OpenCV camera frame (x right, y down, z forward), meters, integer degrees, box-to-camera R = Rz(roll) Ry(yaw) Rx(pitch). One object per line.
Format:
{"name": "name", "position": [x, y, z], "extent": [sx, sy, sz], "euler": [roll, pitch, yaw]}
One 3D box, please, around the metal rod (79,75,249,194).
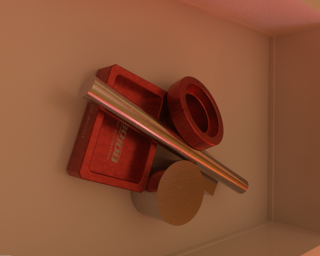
{"name": "metal rod", "position": [0.028, 0.025, 0.393], "extent": [0.301, 0.025, 0.025], "euler": [34, 69, -38]}

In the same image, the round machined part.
{"name": "round machined part", "position": [0.040, -0.016, 0.413], "extent": [0.098, 0.042, 0.098], "euler": [32, 45, -39]}

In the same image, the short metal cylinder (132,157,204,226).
{"name": "short metal cylinder", "position": [0.011, 0.079, 0.399], "extent": [0.081, 0.050, 0.079], "euler": [0, 90, -40]}

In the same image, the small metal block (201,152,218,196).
{"name": "small metal block", "position": [0.064, 0.066, 0.460], "extent": [0.050, 0.025, 0.050], "euler": [39, 66, -34]}

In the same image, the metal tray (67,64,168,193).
{"name": "metal tray", "position": [-0.044, 0.003, 0.364], "extent": [0.090, 0.030, 0.130], "euler": [24, 75, -38]}
